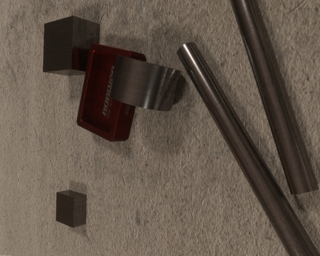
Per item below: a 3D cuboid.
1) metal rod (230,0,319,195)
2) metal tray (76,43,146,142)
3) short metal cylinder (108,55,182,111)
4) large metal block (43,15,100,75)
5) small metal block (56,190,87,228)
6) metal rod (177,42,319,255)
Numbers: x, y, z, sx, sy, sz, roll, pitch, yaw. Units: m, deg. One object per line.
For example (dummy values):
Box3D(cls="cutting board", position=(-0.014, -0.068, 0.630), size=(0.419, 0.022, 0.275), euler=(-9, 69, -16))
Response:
Box3D(cls="metal rod", position=(0.102, -0.083, 0.319), size=(0.025, 0.025, 0.299), euler=(-22, 76, 37))
Box3D(cls="metal tray", position=(-0.076, -0.054, 0.461), size=(0.090, 0.030, 0.129), euler=(22, 104, 37))
Box3D(cls="short metal cylinder", position=(-0.019, -0.056, 0.383), size=(0.080, 0.081, 0.050), euler=(23, 105, 37))
Box3D(cls="large metal block", position=(-0.145, -0.130, 0.506), size=(0.080, 0.050, 0.079), euler=(4, 93, 39))
Box3D(cls="small metal block", position=(-0.151, 0.136, 0.527), size=(0.050, 0.025, 0.050), euler=(3, 92, 39))
Box3D(cls="metal rod", position=(0.093, 0.031, 0.326), size=(0.025, 0.025, 0.299), euler=(-39, 67, 33))
